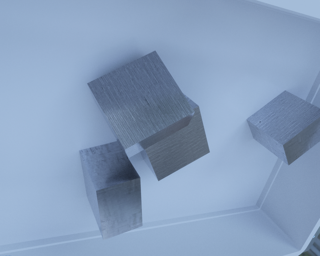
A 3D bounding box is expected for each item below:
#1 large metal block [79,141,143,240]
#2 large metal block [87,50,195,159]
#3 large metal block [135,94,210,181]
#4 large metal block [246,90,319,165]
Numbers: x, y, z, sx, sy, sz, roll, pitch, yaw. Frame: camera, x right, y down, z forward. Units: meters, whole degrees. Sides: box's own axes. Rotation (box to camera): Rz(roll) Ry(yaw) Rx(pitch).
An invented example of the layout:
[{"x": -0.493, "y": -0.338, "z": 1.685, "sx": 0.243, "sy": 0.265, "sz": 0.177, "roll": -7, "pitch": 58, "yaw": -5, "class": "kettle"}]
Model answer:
[{"x": -0.062, "y": 0.075, "z": 0.387, "sx": 0.050, "sy": 0.080, "sz": 0.079, "roll": -14, "pitch": 124, "yaw": -21, "class": "large metal block"}, {"x": -0.021, "y": -0.024, "z": 0.339, "sx": 0.080, "sy": 0.080, "sz": 0.050, "roll": -29, "pitch": 167, "yaw": -11, "class": "large metal block"}, {"x": 0.012, "y": 0.010, "z": 0.406, "sx": 0.080, "sy": 0.050, "sz": 0.080, "roll": -28, "pitch": 128, "yaw": -11, "class": "large metal block"}, {"x": 0.198, "y": -0.002, "z": 0.483, "sx": 0.080, "sy": 0.080, "sz": 0.050, "roll": -36, "pitch": 130, "yaw": -4, "class": "large metal block"}]
